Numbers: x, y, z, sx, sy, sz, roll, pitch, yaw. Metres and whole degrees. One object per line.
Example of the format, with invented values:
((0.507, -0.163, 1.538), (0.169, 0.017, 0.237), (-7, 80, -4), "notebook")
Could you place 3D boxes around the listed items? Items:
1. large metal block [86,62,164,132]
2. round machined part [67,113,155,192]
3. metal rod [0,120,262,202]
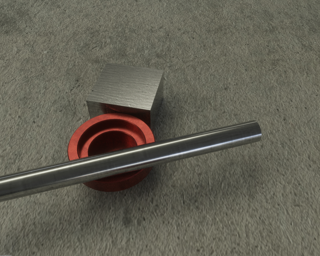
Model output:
((-0.043, -0.039, 0.417), (0.080, 0.050, 0.080), (9, 48, 7), "large metal block")
((-0.054, 0.032, 0.365), (0.099, 0.042, 0.098), (0, 50, 0), "round machined part")
((-0.038, 0.034, 0.319), (0.302, 0.025, 0.025), (-12, 51, -10), "metal rod")
